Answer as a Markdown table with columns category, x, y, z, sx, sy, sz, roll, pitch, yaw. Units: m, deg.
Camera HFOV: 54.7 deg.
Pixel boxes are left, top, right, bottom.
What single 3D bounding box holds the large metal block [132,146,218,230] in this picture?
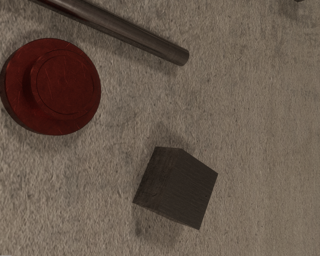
| category | x | y | z | sx | sy | sz | roll | pitch | yaw |
| --- | --- | --- | --- | --- | --- | --- | --- | --- | --- |
| large metal block | 0.022 | 0.079 | 0.410 | 0.080 | 0.050 | 0.080 | 35 | 68 | -35 |

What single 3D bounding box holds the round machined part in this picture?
| category | x | y | z | sx | sy | sz | roll | pitch | yaw |
| --- | --- | --- | --- | --- | --- | --- | --- | --- | --- |
| round machined part | -0.102 | -0.041 | 0.310 | 0.099 | 0.042 | 0.097 | 0 | 90 | -40 |

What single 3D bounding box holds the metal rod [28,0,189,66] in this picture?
| category | x | y | z | sx | sy | sz | roll | pitch | yaw |
| --- | --- | --- | --- | --- | --- | --- | --- | --- | --- |
| metal rod | -0.081 | -0.126 | 0.337 | 0.302 | 0.025 | 0.025 | 14 | 81 | -39 |

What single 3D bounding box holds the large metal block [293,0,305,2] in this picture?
| category | x | y | z | sx | sy | sz | roll | pitch | yaw |
| --- | --- | --- | --- | --- | --- | --- | --- | --- | --- |
| large metal block | 0.287 | -0.315 | 0.633 | 0.081 | 0.050 | 0.079 | 2 | 89 | -40 |
